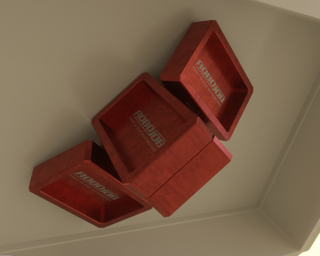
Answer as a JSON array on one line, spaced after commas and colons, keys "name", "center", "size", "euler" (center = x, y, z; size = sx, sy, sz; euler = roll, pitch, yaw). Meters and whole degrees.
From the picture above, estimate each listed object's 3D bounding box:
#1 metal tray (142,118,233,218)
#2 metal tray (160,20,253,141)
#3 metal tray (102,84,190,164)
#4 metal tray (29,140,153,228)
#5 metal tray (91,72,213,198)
[{"name": "metal tray", "center": [0.017, 0.035, 0.355], "size": [0.090, 0.130, 0.030], "euler": [-42, 106, 0]}, {"name": "metal tray", "center": [0.065, -0.054, 0.384], "size": [0.130, 0.030, 0.090], "euler": [46, 66, -39]}, {"name": "metal tray", "center": [0.000, 0.014, 0.413], "size": [0.130, 0.030, 0.090], "euler": [-43, 130, 1]}, {"name": "metal tray", "center": [-0.080, 0.076, 0.385], "size": [0.090, 0.030, 0.130], "euler": [-27, 133, 19]}, {"name": "metal tray", "center": [-0.016, 0.000, 0.329], "size": [0.090, 0.130, 0.030], "euler": [-42, 129, 1]}]
